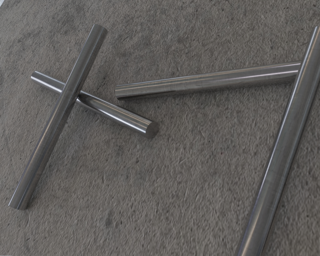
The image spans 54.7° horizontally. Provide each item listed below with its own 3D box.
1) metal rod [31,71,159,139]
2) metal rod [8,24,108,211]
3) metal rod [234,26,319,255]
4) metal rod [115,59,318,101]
[{"bbox_3d":[-0.121,-0.046,0.495,0.300,0.025,0.025,24,75,36],"label":"metal rod"},{"bbox_3d":[-0.150,-0.023,0.470,0.025,0.025,0.299,15,77,34],"label":"metal rod"},{"bbox_3d":[0.119,0.030,0.304,0.025,0.025,0.299,15,75,34],"label":"metal rod"},{"bbox_3d":[0.074,-0.061,0.402,0.300,0.025,0.025,-3,60,26],"label":"metal rod"}]
